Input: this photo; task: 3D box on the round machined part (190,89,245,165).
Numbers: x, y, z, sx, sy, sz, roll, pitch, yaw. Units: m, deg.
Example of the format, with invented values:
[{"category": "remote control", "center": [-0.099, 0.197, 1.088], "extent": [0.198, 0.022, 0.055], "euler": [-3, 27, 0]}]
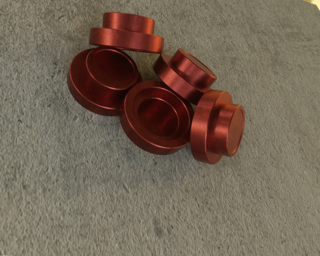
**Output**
[{"category": "round machined part", "center": [0.080, 0.000, 0.404], "extent": [0.042, 0.097, 0.098], "euler": [12, 44, 29]}]

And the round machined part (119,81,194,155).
[{"category": "round machined part", "center": [-0.006, -0.009, 0.398], "extent": [0.099, 0.042, 0.098], "euler": [14, 56, -21]}]

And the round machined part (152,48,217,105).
[{"category": "round machined part", "center": [0.041, -0.075, 0.436], "extent": [0.098, 0.042, 0.098], "euler": [33, 21, -14]}]

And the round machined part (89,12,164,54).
[{"category": "round machined part", "center": [-0.043, -0.126, 0.412], "extent": [0.099, 0.098, 0.042], "euler": [1, 103, -28]}]

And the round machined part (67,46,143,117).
[{"category": "round machined part", "center": [-0.067, -0.067, 0.402], "extent": [0.099, 0.042, 0.098], "euler": [14, 56, -21]}]
